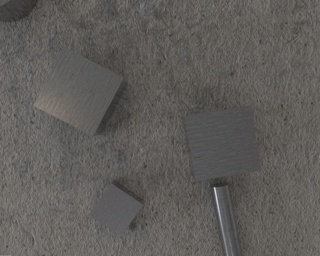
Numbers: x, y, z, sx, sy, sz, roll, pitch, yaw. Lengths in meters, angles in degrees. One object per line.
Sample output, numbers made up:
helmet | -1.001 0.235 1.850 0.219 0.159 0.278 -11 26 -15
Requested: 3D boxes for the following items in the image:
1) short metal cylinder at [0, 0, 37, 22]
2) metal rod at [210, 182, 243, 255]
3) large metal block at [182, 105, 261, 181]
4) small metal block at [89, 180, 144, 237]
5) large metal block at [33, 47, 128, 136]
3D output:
short metal cylinder | -0.206 -0.183 0.396 0.081 0.050 0.080 0 90 0
metal rod | 0.107 0.222 0.411 0.025 0.025 0.298 -11 90 0
large metal block | 0.076 0.018 0.398 0.080 0.050 0.080 -9 90 0
small metal block | -0.056 0.105 0.410 0.050 0.025 0.050 35 90 0
large metal block | -0.098 -0.044 0.397 0.080 0.050 0.080 27 90 0
